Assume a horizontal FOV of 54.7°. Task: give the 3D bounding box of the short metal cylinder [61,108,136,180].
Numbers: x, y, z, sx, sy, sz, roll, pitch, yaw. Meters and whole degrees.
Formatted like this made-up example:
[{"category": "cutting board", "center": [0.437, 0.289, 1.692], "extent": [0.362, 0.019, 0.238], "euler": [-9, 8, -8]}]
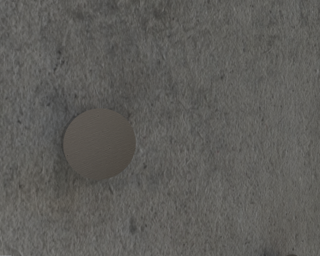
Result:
[{"category": "short metal cylinder", "center": [-0.075, 0.018, 0.369], "extent": [0.081, 0.050, 0.079], "euler": [0, 90, -21]}]
